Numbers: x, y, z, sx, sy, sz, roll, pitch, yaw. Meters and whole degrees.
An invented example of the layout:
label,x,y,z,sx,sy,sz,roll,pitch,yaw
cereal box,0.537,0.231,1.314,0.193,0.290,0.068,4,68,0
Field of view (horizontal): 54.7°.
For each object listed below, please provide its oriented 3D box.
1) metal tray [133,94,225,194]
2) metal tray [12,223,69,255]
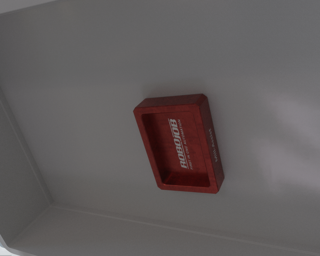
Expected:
label,x,y,z,sx,sy,sz,roll,pitch,yaw
metal tray,0.027,0.023,0.405,0.090,0.030,0.129,-2,118,29
metal tray,-0.287,0.295,0.742,0.130,0.030,0.089,36,129,3
